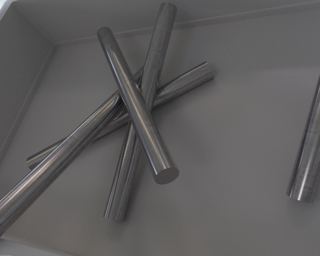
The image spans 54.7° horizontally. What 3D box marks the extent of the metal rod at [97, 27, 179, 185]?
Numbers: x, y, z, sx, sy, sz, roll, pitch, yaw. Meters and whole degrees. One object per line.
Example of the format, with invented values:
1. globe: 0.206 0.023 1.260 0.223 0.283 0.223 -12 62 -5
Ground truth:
1. metal rod: -0.041 -0.053 0.398 0.025 0.025 0.300 -33 47 7

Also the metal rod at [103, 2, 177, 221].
1. metal rod: -0.022 -0.032 0.407 0.025 0.025 0.299 5 73 30

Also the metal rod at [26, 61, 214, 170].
1. metal rod: -0.064 -0.012 0.446 0.300 0.025 0.025 -27 52 11

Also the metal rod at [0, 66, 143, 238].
1. metal rod: -0.089 0.006 0.372 0.025 0.025 0.301 7 41 31

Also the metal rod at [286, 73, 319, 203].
1. metal rod: 0.170 -0.077 0.288 0.025 0.025 0.298 17 94 34
